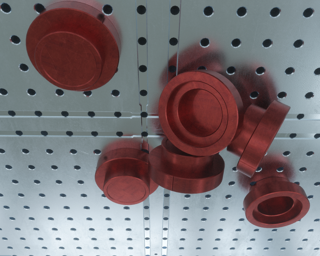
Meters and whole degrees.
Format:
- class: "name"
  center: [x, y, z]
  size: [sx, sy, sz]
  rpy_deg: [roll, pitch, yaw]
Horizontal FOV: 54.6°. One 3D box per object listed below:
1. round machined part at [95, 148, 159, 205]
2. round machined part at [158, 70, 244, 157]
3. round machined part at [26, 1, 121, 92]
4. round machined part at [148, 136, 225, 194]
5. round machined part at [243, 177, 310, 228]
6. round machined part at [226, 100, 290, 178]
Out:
- class: "round machined part"
  center: [-0.049, 0.080, 0.467]
  size: [0.099, 0.042, 0.097]
  rpy_deg: [0, 130, 0]
- class: "round machined part"
  center: [0.050, -0.019, 0.363]
  size: [0.098, 0.042, 0.097]
  rpy_deg: [9, 108, 30]
- class: "round machined part"
  center: [-0.093, -0.079, 0.332]
  size: [0.099, 0.042, 0.097]
  rpy_deg: [0, 130, 0]
- class: "round machined part"
  center: [0.034, 0.039, 0.400]
  size: [0.099, 0.098, 0.042]
  rpy_deg: [3, 113, -3]
- class: "round machined part"
  center: [0.184, 0.117, 0.501]
  size: [0.099, 0.042, 0.097]
  rpy_deg: [0, 130, 0]
- class: "round machined part"
  center: [0.117, 0.009, 0.383]
  size: [0.042, 0.099, 0.097]
  rpy_deg: [29, 132, 19]
